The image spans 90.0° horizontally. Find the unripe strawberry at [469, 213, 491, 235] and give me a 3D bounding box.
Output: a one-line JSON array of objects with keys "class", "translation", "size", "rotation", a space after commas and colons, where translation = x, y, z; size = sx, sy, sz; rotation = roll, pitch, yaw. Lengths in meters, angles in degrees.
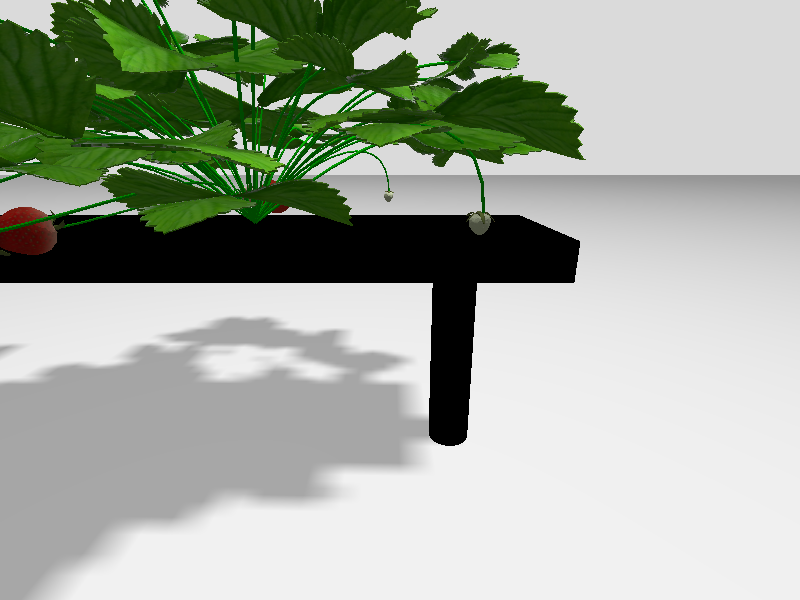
[{"class": "unripe strawberry", "translation": [0.051, -0.048, 0.256], "size": [0.015, 0.014, 0.013], "rotation": [10, 21, 26]}]

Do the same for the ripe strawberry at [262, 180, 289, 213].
[{"class": "ripe strawberry", "translation": [-0.131, -0.110, 0.424], "size": [0.032, 0.034, 0.035], "rotation": [-1, 18, -4]}]

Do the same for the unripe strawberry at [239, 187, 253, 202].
[{"class": "unripe strawberry", "translation": [-0.194, -0.134, 0.513], "size": [0.023, 0.020, 0.021], "rotation": [-7, -16, -20]}]

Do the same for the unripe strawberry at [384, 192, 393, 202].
[{"class": "unripe strawberry", "translation": [-0.013, -0.119, 0.463], "size": [0.011, 0.011, 0.010], "rotation": [16, 24, 39]}]

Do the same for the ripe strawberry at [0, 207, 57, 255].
[{"class": "ripe strawberry", "translation": [-0.212, -0.038, 0.224], "size": [0.026, 0.027, 0.028], "rotation": [13, 23, 33]}]
